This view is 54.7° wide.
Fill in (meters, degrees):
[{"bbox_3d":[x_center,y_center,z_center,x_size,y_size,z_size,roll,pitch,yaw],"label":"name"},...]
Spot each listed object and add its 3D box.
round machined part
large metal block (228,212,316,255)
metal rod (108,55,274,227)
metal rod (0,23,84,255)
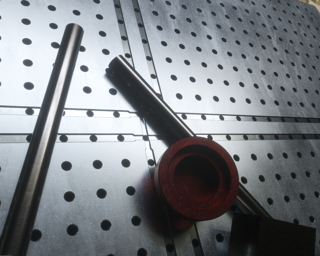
[{"bbox_3d":[0.041,0.062,0.373,0.099,0.042,0.098,5,69,-13],"label":"round machined part"},{"bbox_3d":[0.128,0.147,0.358,0.081,0.050,0.080,17,74,-19],"label":"large metal block"},{"bbox_3d":[0.039,0.017,0.420,0.300,0.025,0.025,47,51,5],"label":"metal rod"},{"bbox_3d":[-0.124,-0.009,0.347,0.025,0.025,0.300,16,55,-20],"label":"metal rod"}]
